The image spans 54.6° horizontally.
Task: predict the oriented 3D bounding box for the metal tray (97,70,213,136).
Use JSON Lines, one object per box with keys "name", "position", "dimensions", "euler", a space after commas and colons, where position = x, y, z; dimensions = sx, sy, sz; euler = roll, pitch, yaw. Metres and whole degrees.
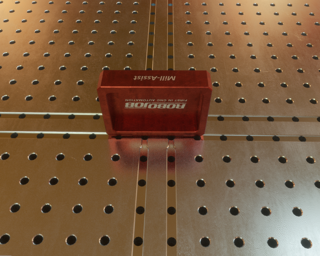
{"name": "metal tray", "position": [-0.006, -0.029, 0.389], "dimensions": [0.131, 0.090, 0.030], "euler": [0, 50, 0]}
